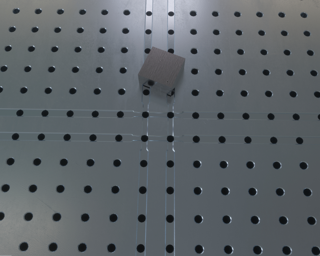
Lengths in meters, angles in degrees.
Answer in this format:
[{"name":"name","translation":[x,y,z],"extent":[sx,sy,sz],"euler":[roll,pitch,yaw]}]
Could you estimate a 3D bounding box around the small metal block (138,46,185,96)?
[{"name":"small metal block","translation":[0.003,-0.081,0.442],"extent":[0.050,0.025,0.050],"euler":[22,71,8]}]
